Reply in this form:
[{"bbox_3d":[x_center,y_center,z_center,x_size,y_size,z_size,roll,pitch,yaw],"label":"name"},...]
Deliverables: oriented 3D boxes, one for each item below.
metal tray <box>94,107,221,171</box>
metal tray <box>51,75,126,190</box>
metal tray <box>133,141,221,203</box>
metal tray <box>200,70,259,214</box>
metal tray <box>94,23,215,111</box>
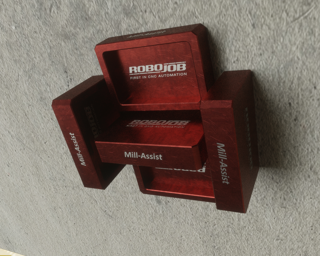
[{"bbox_3d":[0.000,0.008,0.373,0.130,0.090,0.030,1,120,27],"label":"metal tray"},{"bbox_3d":[-0.082,0.005,0.413,0.030,0.090,0.129,1,119,27],"label":"metal tray"},{"bbox_3d":[0.025,0.053,0.426,0.130,0.030,0.089,1,118,27],"label":"metal tray"},{"bbox_3d":[0.080,0.013,0.332,0.030,0.090,0.129,1,119,28],"label":"metal tray"},{"bbox_3d":[-0.005,-0.067,0.367,0.130,0.030,0.089,0,122,28],"label":"metal tray"}]
